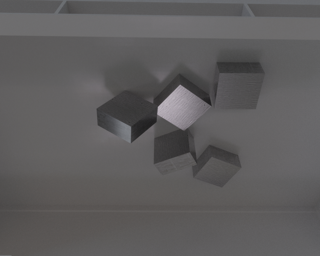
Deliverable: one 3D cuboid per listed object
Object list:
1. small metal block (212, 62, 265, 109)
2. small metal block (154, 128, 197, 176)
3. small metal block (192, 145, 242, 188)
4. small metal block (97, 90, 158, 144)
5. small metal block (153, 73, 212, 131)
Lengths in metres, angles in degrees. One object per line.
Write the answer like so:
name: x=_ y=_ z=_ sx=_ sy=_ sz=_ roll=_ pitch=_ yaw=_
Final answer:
small metal block: x=0.091 y=-0.050 z=0.367 sx=0.050 sy=0.025 sz=0.050 roll=0 pitch=130 yaw=-1
small metal block: x=0.020 y=0.031 z=0.419 sx=0.050 sy=0.050 sz=0.025 roll=-20 pitch=127 yaw=16
small metal block: x=0.083 y=0.057 z=0.458 sx=0.050 sy=0.025 sz=0.050 roll=21 pitch=127 yaw=-17
small metal block: x=-0.038 y=-0.015 z=0.367 sx=0.050 sy=0.050 sz=0.025 roll=27 pitch=134 yaw=23
small metal block: x=0.027 y=-0.031 z=0.383 sx=0.050 sy=0.025 sz=0.050 roll=31 pitch=123 yaw=-24
